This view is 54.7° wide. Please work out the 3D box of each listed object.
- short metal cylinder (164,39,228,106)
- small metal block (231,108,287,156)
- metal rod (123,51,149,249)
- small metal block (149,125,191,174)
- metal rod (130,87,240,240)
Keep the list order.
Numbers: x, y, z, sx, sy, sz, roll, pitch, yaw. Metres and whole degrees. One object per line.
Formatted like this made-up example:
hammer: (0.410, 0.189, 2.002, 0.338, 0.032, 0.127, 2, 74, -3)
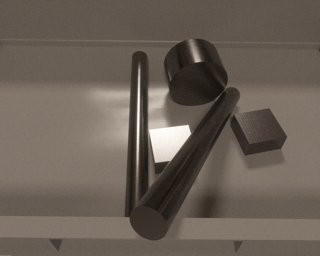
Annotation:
short metal cylinder: (0.049, -0.077, 0.435, 0.081, 0.080, 0.050, -6, 51, -5)
small metal block: (0.127, 0.004, 0.403, 0.050, 0.025, 0.050, -10, 51, -9)
metal rod: (-0.028, 0.001, 0.403, 0.025, 0.025, 0.300, -1, 50, -1)
small metal block: (0.015, 0.026, 0.383, 0.050, 0.025, 0.050, -7, 50, -6)
metal rod: (0.048, 0.006, 0.319, 0.025, 0.025, 0.301, 19, 27, 15)
